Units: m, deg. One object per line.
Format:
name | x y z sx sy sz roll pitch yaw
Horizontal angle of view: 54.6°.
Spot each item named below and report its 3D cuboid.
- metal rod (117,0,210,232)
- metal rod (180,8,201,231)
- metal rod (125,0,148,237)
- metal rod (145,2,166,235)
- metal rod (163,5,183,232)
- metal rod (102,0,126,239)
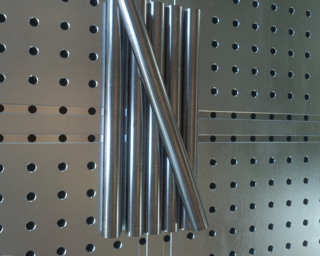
metal rod | 0.007 -0.012 0.388 0.025 0.025 0.299 -20 97 -19
metal rod | 0.041 -0.012 0.428 0.025 0.025 0.298 1 90 -20
metal rod | -0.030 -0.013 0.400 0.025 0.025 0.298 1 90 -20
metal rod | -0.007 -0.013 0.409 0.025 0.025 0.298 1 90 -20
metal rod | 0.016 -0.012 0.419 0.025 0.025 0.298 1 90 -20
metal rod | -0.058 -0.015 0.390 0.025 0.025 0.298 1 90 -20
